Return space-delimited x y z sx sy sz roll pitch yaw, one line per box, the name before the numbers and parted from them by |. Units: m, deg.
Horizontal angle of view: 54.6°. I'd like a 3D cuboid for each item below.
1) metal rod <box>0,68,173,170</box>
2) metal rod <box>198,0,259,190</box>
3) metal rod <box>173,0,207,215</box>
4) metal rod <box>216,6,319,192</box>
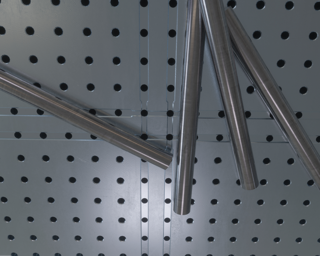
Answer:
metal rod | -0.120 -0.020 0.404 0.301 0.025 0.025 27 108 -10
metal rod | 0.086 -0.048 0.381 0.025 0.025 0.299 -16 115 6
metal rod | 0.038 -0.019 0.406 0.025 0.025 0.298 2 110 -1
metal rod | 0.159 -0.022 0.406 0.025 0.025 0.300 -34 107 12
